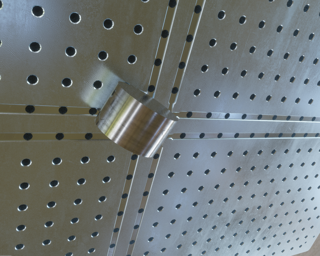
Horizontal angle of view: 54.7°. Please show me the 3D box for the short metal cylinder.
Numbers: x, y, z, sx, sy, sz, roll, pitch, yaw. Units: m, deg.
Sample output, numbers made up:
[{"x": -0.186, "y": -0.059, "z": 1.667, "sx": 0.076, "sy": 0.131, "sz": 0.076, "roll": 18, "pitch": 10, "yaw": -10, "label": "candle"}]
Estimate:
[{"x": -0.026, "y": -0.010, "z": 0.356, "sx": 0.080, "sy": 0.080, "sz": 0.050, "roll": 25, "pitch": 105, "yaw": -37, "label": "short metal cylinder"}]
